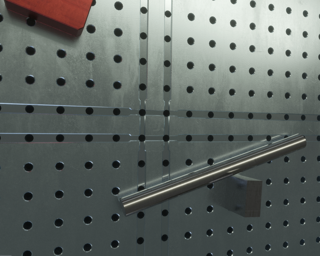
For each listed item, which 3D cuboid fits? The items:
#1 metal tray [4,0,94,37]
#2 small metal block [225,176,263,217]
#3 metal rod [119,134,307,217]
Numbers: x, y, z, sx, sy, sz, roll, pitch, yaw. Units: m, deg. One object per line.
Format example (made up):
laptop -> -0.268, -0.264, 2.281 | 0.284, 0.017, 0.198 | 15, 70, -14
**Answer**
metal tray -> -0.117, -0.188, 0.367 | 0.091, 0.030, 0.129 | 19, 84, -20
small metal block -> 0.119, 0.096, 0.445 | 0.025, 0.050, 0.050 | 5, 89, -20
metal rod -> 0.089, 0.061, 0.447 | 0.302, 0.025, 0.025 | -16, 96, -20
